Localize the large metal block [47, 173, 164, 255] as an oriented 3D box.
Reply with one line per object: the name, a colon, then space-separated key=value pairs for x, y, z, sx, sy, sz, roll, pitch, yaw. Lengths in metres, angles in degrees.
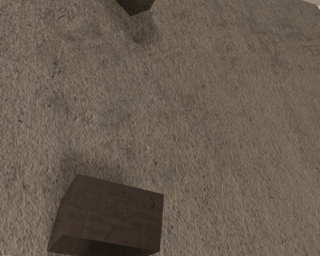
large metal block: x=-0.052 y=0.089 z=0.288 sx=0.081 sy=0.080 sz=0.050 roll=18 pitch=55 yaw=-19

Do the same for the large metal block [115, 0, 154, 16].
large metal block: x=-0.043 y=-0.243 z=0.495 sx=0.080 sy=0.080 sz=0.050 roll=48 pitch=51 yaw=5
